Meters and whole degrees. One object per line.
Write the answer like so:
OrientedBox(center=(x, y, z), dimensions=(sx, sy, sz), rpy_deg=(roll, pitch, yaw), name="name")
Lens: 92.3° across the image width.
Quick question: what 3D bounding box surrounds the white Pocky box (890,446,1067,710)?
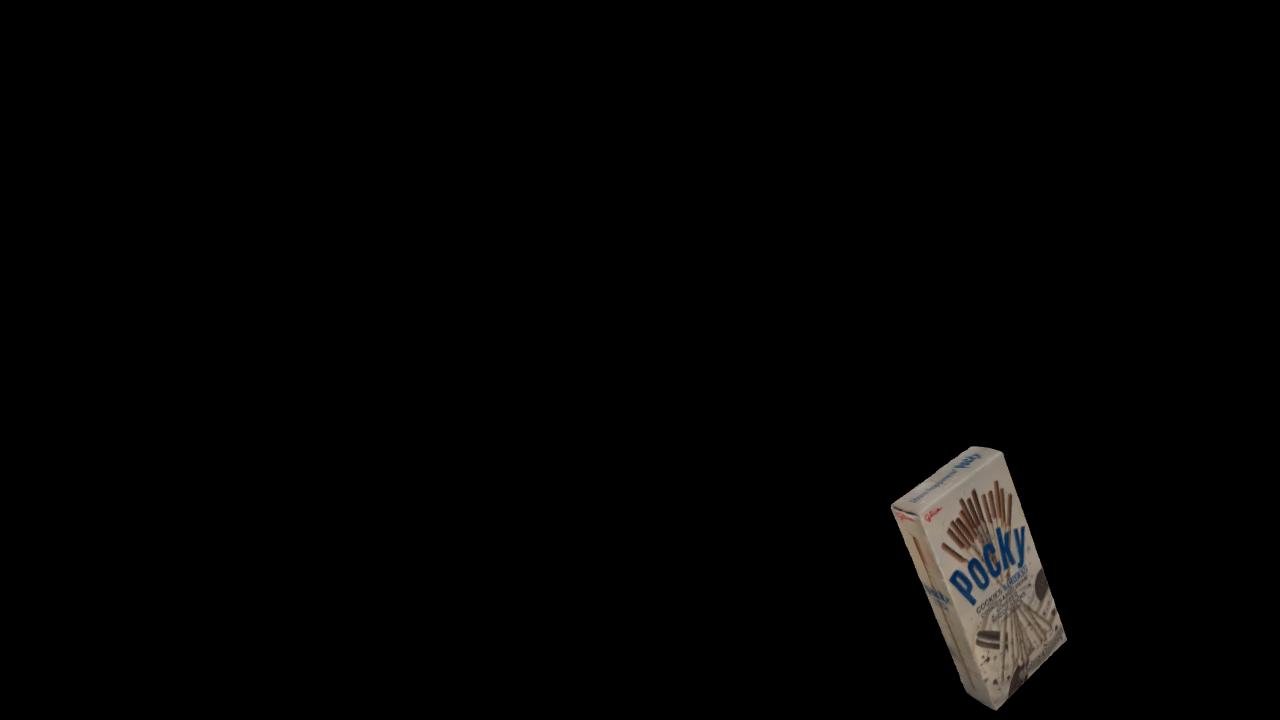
OrientedBox(center=(0.231, 0.145, 0.415), dimensions=(0.084, 0.154, 0.028), rpy_deg=(-28, 10, -19), name="white Pocky box")
